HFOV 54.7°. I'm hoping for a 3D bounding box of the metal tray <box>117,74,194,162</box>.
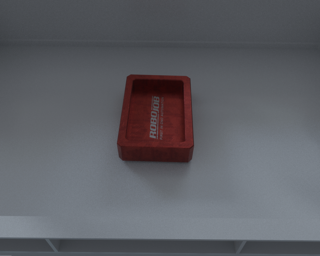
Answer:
[{"bbox_3d":[-0.004,-0.017,0.412,0.091,0.030,0.130,2,50,0],"label":"metal tray"}]
